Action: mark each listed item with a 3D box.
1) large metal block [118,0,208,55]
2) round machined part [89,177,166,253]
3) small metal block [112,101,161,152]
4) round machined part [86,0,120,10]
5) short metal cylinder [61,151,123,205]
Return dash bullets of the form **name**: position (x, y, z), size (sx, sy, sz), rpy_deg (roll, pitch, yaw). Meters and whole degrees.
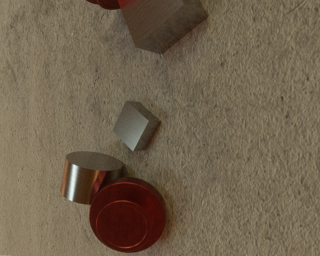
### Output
- **large metal block**: position (0.001, -0.152, 0.386), size (0.080, 0.050, 0.080), rpy_deg (-32, 71, 35)
- **round machined part**: position (-0.043, 0.116, 0.395), size (0.099, 0.042, 0.097), rpy_deg (1, 101, 4)
- **small metal block**: position (-0.033, -0.003, 0.430), size (0.050, 0.025, 0.050), rpy_deg (42, 115, 31)
- **round machined part**: position (-0.058, -0.193, 0.404), size (0.098, 0.099, 0.042), rpy_deg (-32, 80, 35)
- **short metal cylinder**: position (-0.099, 0.070, 0.448), size (0.080, 0.081, 0.050), rpy_deg (20, 103, 38)
